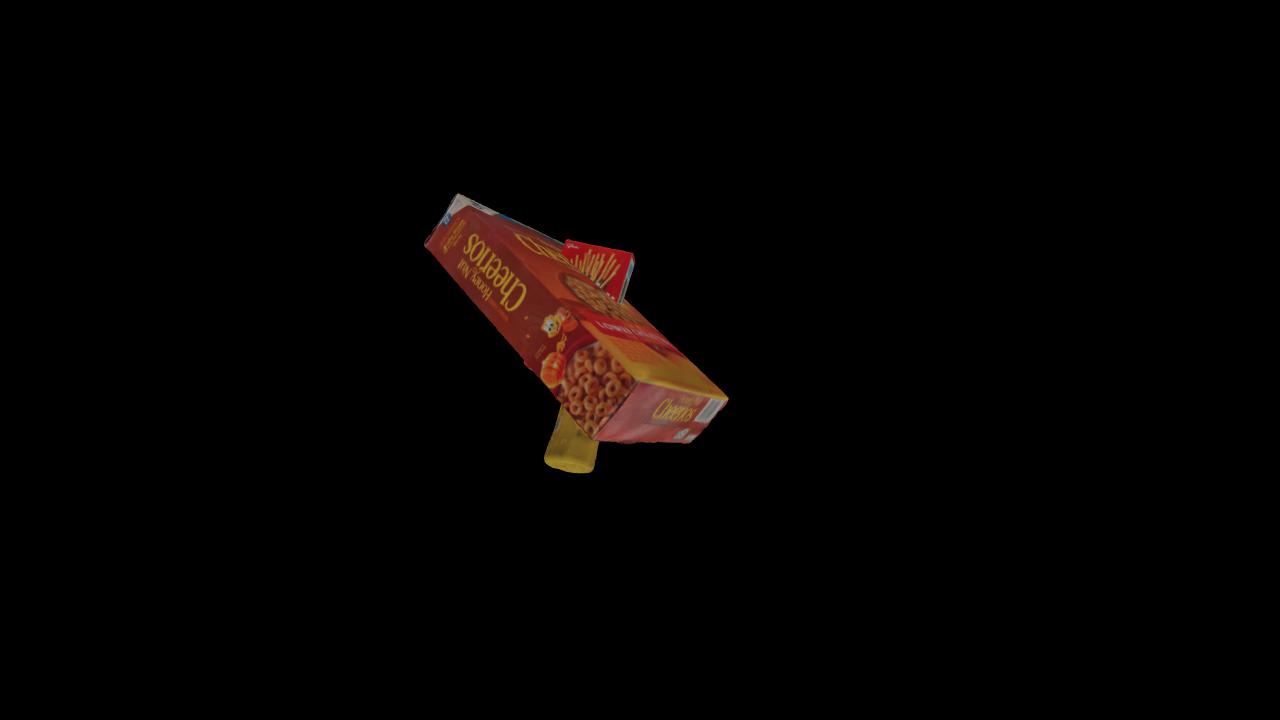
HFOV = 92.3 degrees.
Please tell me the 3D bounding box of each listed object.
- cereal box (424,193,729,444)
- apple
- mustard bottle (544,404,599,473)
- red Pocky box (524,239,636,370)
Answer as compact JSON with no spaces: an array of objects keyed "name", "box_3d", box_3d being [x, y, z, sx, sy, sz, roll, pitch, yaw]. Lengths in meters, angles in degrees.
[{"name":"cereal box","box_3d":[-0.066,-0.041,0.655,0.306,0.081,0.203,46,15,27]},{"name":"apple","box_3d":[-0.009,0.051,0.685,0.079,0.093,0.079,29,21,-12]},{"name":"mustard bottle","box_3d":[-0.058,0.032,0.693,0.054,0.184,0.092,17,-18,-8]},{"name":"red Pocky box","box_3d":[-0.065,-0.054,0.677,0.083,0.155,0.028,13,-14,14]}]
